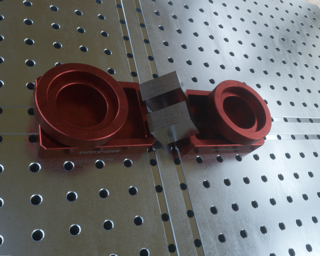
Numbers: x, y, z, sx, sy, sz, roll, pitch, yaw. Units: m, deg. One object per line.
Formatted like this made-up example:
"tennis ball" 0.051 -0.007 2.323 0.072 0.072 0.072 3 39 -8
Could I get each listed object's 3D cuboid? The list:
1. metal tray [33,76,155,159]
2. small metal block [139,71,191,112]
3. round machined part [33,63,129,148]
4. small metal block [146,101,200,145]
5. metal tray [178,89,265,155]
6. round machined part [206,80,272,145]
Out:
"metal tray" -0.078 -0.013 0.372 0.131 0.030 0.090 -1 64 -29
"small metal block" 0.007 -0.044 0.404 0.050 0.050 0.025 -19 65 12
"round machined part" -0.089 -0.021 0.346 0.099 0.042 0.098 14 56 -21
"small metal block" 0.017 -0.005 0.385 0.050 0.050 0.025 -19 65 12
"metal tray" 0.083 -0.009 0.455 0.131 0.030 0.090 1 62 -28
"round machined part" 0.109 -0.018 0.451 0.099 0.042 0.098 14 56 -21
